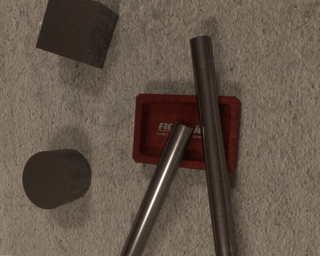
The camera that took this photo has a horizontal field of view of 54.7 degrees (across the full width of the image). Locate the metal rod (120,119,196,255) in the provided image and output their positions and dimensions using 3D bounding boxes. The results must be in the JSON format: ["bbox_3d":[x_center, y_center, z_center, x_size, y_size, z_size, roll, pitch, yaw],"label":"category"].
[{"bbox_3d":[-0.023,0.128,0.396,0.025,0.025,0.298,27,106,17],"label":"metal rod"}]

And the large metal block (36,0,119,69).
[{"bbox_3d":[-0.115,-0.136,0.435,0.080,0.050,0.080,20,97,18],"label":"large metal block"}]

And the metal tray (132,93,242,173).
[{"bbox_3d":[0.033,0.004,0.394,0.130,0.030,0.089,4,91,19],"label":"metal tray"}]

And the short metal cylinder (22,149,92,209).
[{"bbox_3d":[-0.147,0.071,0.446,0.080,0.050,0.079,0,90,19],"label":"short metal cylinder"}]

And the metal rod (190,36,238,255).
[{"bbox_3d":[0.064,0.045,0.353,0.025,0.025,0.298,-7,88,19],"label":"metal rod"}]
